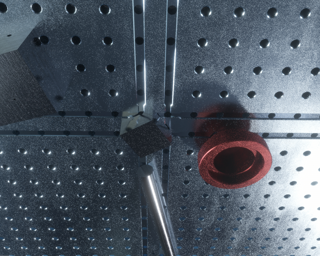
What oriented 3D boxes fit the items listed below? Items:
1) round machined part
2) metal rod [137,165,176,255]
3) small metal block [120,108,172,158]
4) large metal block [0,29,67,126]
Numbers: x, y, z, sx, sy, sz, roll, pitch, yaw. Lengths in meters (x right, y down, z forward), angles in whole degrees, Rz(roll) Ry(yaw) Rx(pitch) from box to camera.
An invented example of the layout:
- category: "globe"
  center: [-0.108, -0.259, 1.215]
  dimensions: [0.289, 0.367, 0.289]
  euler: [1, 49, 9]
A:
- category: "round machined part"
  center: [0.102, 0.039, 0.435]
  dimensions: [0.099, 0.042, 0.097]
  euler: [-1, 130, 0]
- category: "metal rod"
  center: [0.002, 0.176, 0.561]
  dimensions: [0.025, 0.025, 0.298]
  euler: [-8, 130, 6]
- category: "small metal block"
  center: [-0.018, 0.008, 0.418]
  dimensions: [0.050, 0.025, 0.050]
  euler: [-25, 126, 19]
- category: "large metal block"
  center: [-0.165, -0.054, 0.347]
  dimensions: [0.080, 0.050, 0.080]
  euler: [-12, 129, 10]
